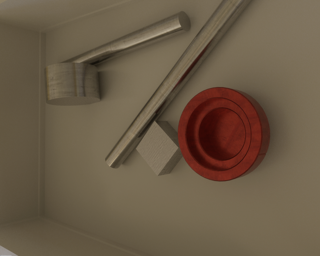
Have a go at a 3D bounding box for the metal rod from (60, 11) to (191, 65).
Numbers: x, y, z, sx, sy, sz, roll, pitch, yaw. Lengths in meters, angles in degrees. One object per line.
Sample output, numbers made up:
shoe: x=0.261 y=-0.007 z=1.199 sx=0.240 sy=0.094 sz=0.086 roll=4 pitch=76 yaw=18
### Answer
metal rod: x=-0.085 y=-0.115 z=0.474 sx=0.300 sy=0.025 sz=0.025 roll=-8 pitch=85 yaw=39

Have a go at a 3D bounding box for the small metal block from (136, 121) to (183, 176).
small metal block: x=0.003 y=0.026 z=0.403 sx=0.050 sy=0.025 sz=0.050 roll=49 pitch=118 yaw=28

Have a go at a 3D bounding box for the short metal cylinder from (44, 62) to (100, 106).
short metal cylinder: x=-0.135 y=-0.066 z=0.480 sx=0.080 sy=0.081 sz=0.050 roll=-8 pitch=85 yaw=39

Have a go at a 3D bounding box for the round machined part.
round machined part: x=0.071 y=0.006 z=0.336 sx=0.098 sy=0.042 sz=0.097 roll=0 pitch=90 yaw=39

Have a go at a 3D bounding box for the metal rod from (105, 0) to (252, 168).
metal rod: x=0.013 y=-0.052 z=0.394 sx=0.298 sy=0.025 sz=0.025 roll=-51 pitch=61 yaw=27
